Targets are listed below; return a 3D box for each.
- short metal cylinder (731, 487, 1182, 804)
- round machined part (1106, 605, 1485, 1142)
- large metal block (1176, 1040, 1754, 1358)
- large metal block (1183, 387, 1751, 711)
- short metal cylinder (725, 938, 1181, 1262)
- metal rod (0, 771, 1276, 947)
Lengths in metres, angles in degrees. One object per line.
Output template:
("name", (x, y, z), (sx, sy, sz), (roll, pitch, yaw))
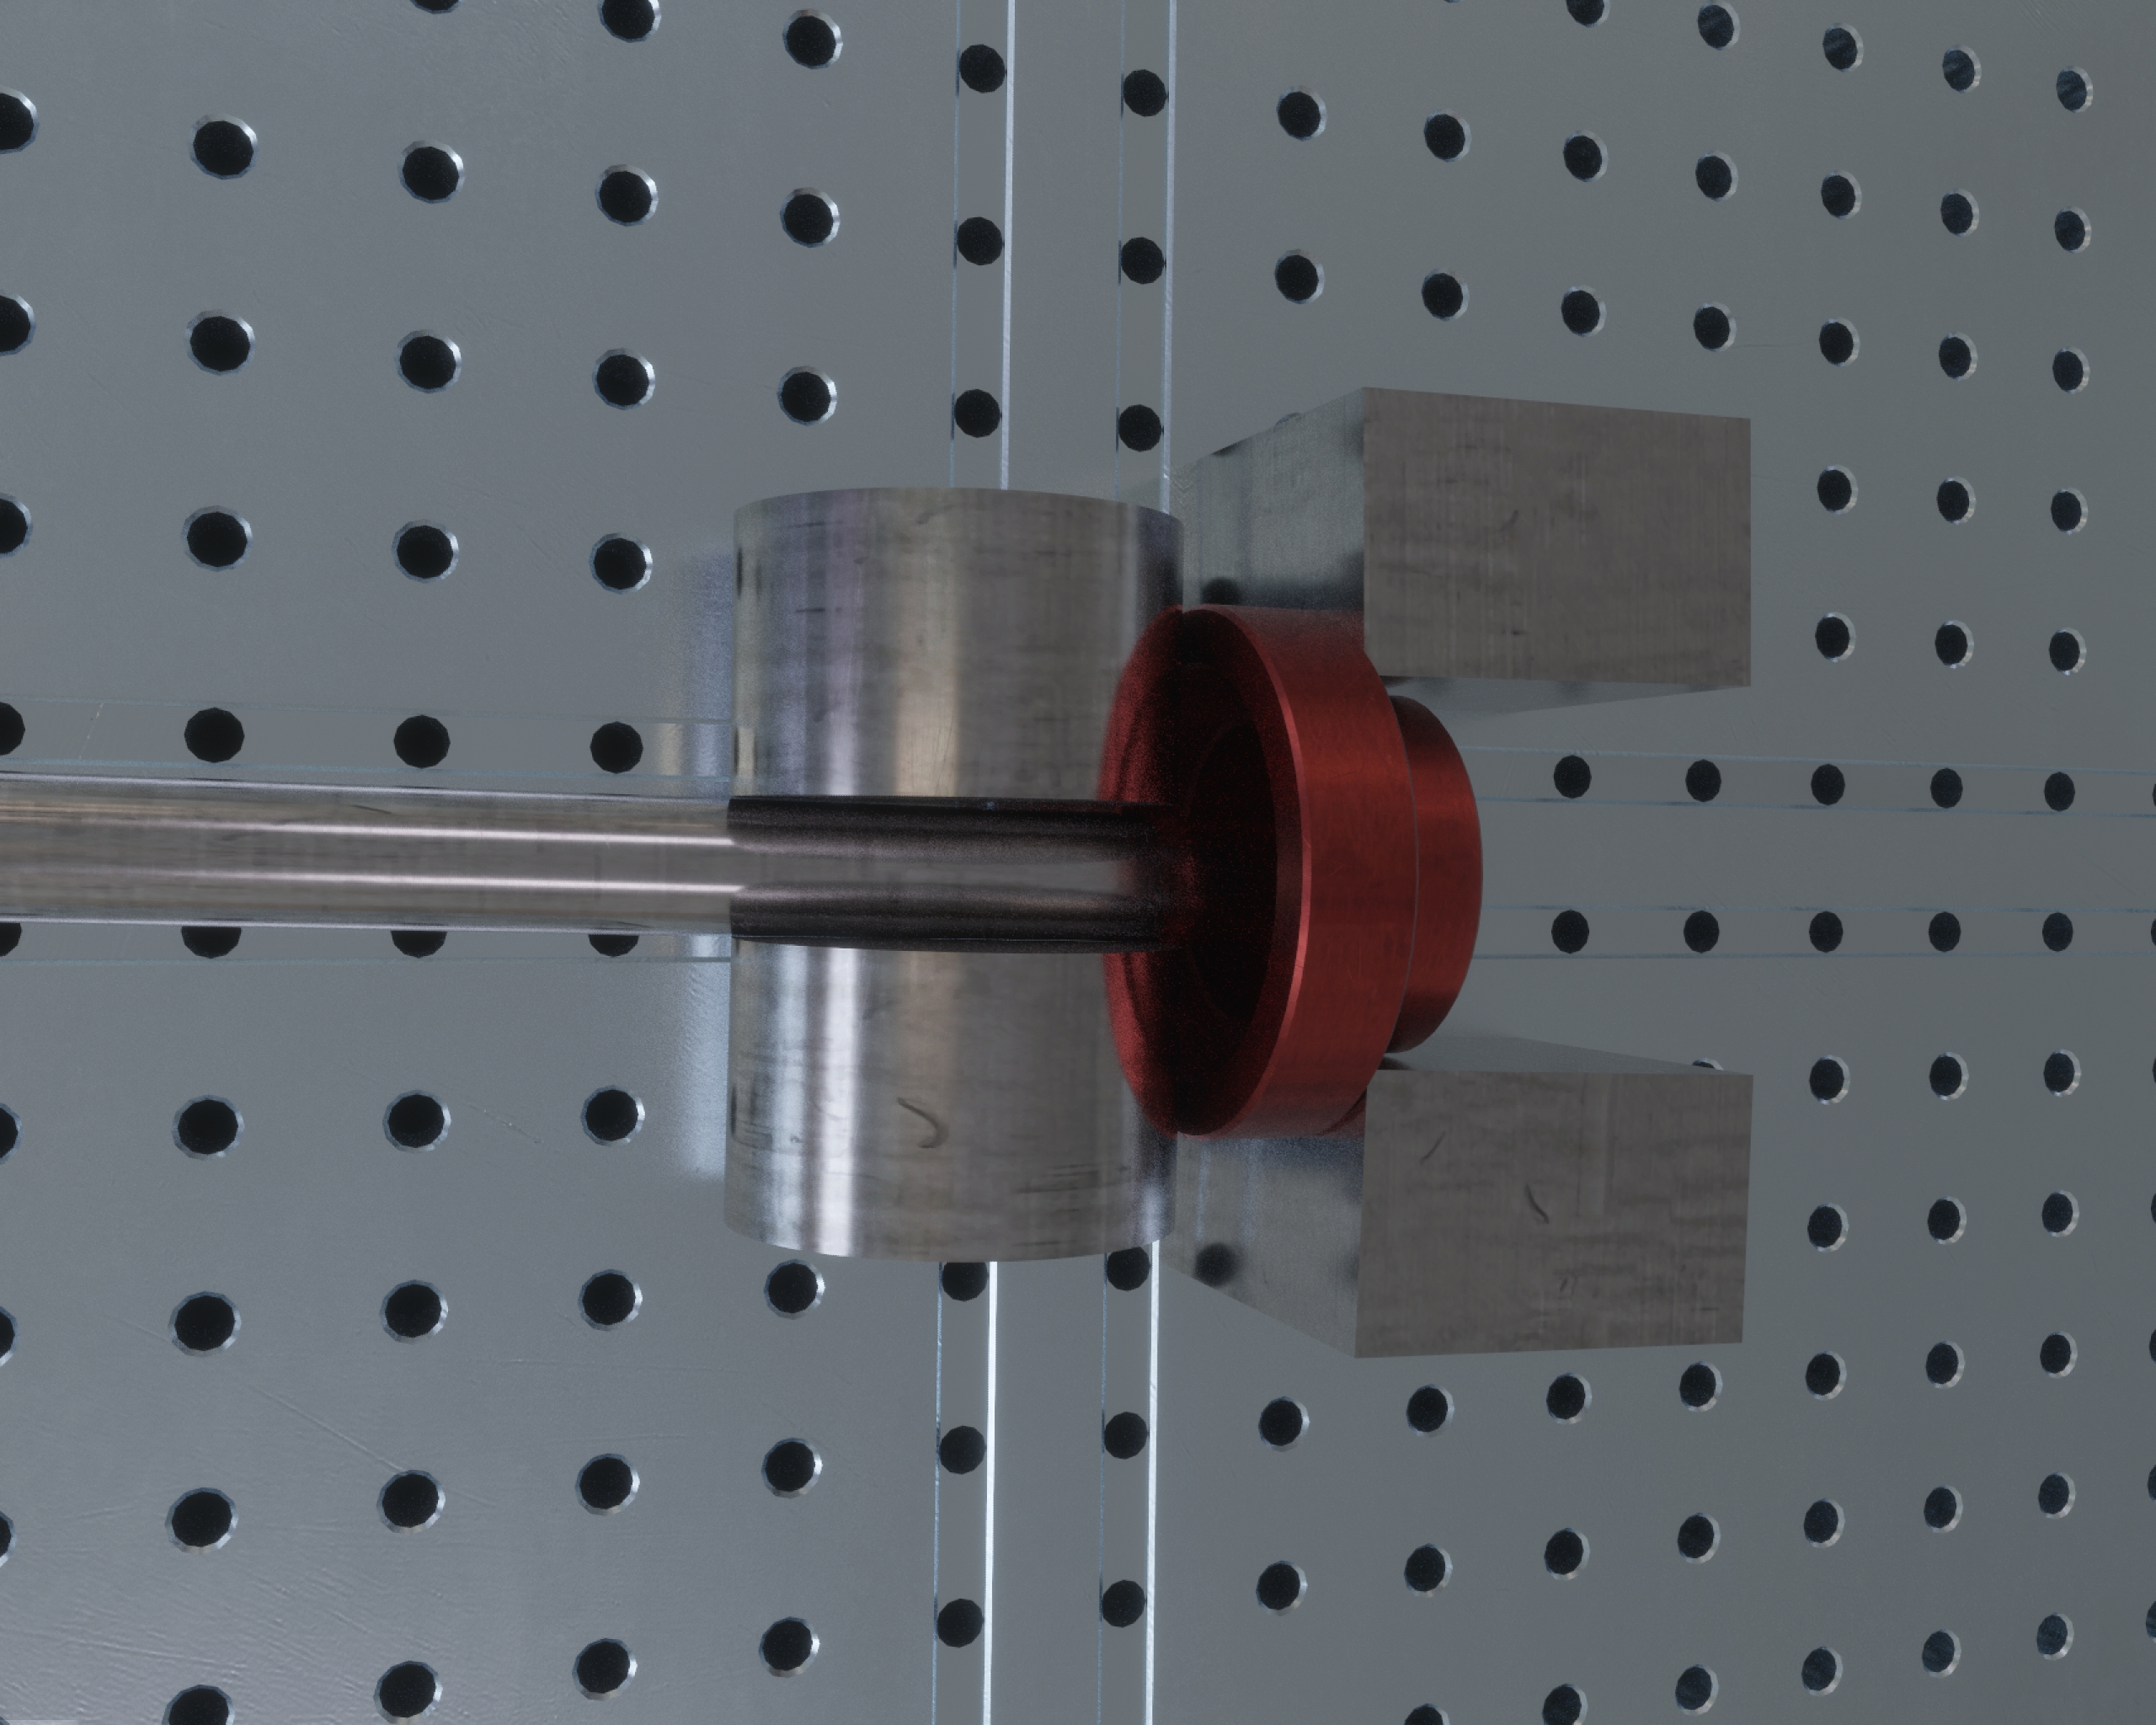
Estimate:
("short metal cylinder", (-0.022, -0.036, 0.375), (0.081, 0.080, 0.050), (1, 91, -20))
("round machined part", (0.040, 0.002, 0.388), (0.042, 0.098, 0.097), (1, 90, -20))
("large metal block", (0.073, 0.062, 0.411), (0.081, 0.080, 0.050), (3, 89, -20))
("large metal block", (0.073, -0.058, 0.411), (0.081, 0.080, 0.050), (0, 90, -20))
("short metal cylinder", (-0.022, 0.039, 0.374), (0.081, 0.080, 0.050), (1, 90, -20))
("metal rod", (-0.105, 0.000, 0.361), (0.302, 0.025, 0.025), (2, 90, -16))
